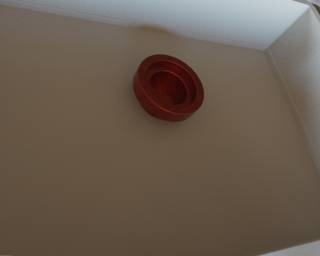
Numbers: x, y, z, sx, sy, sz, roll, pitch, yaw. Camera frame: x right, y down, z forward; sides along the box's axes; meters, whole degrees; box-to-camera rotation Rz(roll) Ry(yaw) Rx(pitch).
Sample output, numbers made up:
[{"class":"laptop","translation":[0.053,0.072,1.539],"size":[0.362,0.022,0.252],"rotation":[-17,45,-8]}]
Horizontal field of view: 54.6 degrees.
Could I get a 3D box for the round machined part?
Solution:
[{"class":"round machined part","translation":[0.008,-0.050,0.429],"size":[0.099,0.042,0.098],"rotation":[13,56,-21]}]
